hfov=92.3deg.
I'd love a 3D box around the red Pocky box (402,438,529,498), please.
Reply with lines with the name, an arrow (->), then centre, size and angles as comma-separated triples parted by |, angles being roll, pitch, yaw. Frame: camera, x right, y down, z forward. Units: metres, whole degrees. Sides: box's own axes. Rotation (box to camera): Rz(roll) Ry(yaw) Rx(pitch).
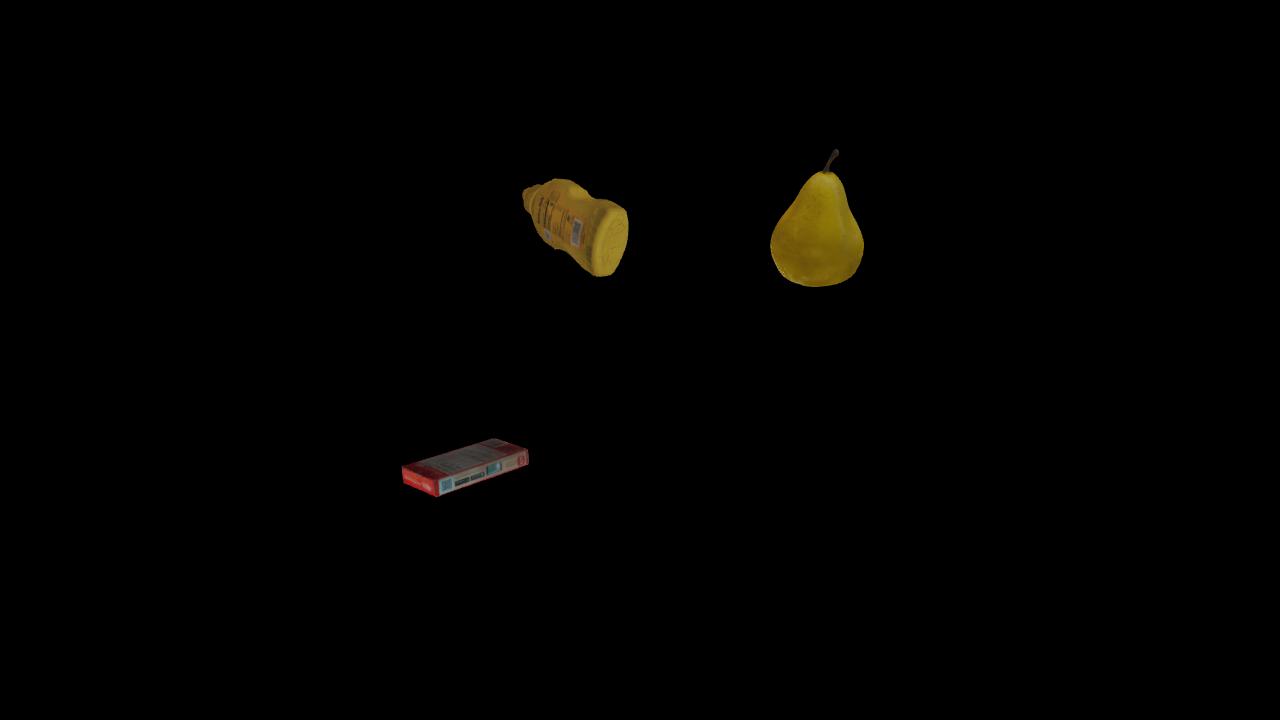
red Pocky box -> -0.241, 0.147, 0.859 | 0.083, 0.028, 0.155 | 10, 15, 40

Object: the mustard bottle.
mustard bottle -> -0.094, -0.183, 0.790 | 0.054, 0.092, 0.184 | -21, 44, -39

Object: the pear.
pear -> 0.149, -0.120, 0.520 | 0.080, 0.111, 0.080 | -7, 22, 3
